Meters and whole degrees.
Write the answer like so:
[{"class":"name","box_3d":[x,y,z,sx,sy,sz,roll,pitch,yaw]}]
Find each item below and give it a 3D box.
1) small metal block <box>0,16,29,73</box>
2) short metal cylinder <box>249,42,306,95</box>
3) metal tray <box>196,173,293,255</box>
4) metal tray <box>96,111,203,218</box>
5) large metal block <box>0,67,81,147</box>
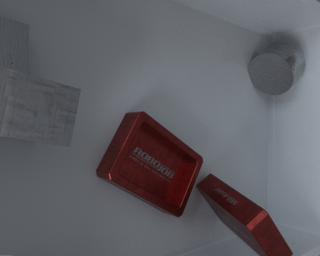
[{"class":"small metal block","box_3d":[-0.148,-0.072,0.277,0.050,0.025,0.050,8,73,-40]},{"class":"short metal cylinder","box_3d":[0.206,-0.105,0.547,0.050,0.080,0.080,-40,115,-33]},{"class":"metal tray","box_3d":[0.112,0.124,0.431,0.030,0.130,0.090,-40,114,-9]},{"class":"metal tray","box_3d":[-0.007,0.049,0.399,0.130,0.030,0.090,38,67,-34]},{"class":"large metal block","box_3d":[-0.127,-0.016,0.265,0.081,0.080,0.050,14,82,-40]}]
